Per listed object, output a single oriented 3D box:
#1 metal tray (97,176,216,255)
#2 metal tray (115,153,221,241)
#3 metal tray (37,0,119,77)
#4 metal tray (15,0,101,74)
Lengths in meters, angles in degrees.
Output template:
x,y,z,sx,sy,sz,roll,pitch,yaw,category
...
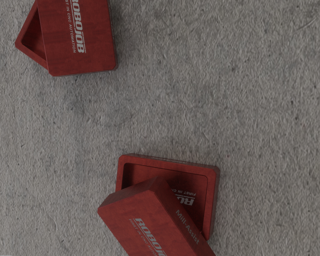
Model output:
x,y,z,sx,sy,sz,roll,pitch,yaw,category
-0.004,0.128,0.372,0.090,0.030,0.130,-26,102,30,metal tray
0.007,0.086,0.403,0.130,0.030,0.089,7,92,19,metal tray
-0.111,-0.139,0.419,0.091,0.030,0.129,-7,98,0,metal tray
-0.149,-0.155,0.458,0.090,0.030,0.129,35,101,16,metal tray
